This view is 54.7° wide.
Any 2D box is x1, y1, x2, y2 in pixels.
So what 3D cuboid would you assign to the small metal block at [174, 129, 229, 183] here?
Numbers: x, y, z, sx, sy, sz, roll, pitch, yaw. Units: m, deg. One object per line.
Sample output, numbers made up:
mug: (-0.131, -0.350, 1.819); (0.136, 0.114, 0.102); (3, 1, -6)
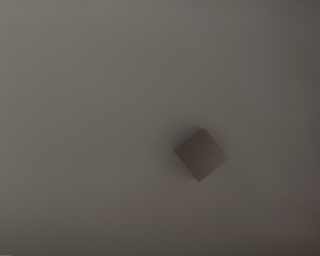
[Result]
small metal block: (0.054, 0.036, 0.412); (0.050, 0.025, 0.050); (-38, 91, 0)
